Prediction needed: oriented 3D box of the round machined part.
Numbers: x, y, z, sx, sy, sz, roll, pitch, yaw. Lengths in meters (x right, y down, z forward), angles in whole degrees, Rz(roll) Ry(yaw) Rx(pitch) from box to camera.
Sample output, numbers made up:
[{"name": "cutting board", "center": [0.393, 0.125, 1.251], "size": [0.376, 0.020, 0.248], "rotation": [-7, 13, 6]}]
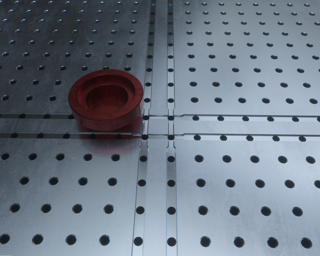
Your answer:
[{"name": "round machined part", "center": [-0.071, -0.033, 0.424], "size": [0.099, 0.042, 0.098], "rotation": [0, 50, 0]}]
